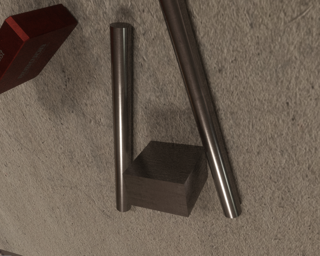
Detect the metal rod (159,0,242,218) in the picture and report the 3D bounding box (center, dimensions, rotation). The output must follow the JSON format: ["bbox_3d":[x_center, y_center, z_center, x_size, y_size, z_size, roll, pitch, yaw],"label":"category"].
[{"bbox_3d":[0.053,-0.015,0.368,0.025,0.025,0.298,-6,116,30],"label":"metal rod"}]

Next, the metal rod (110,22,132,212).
[{"bbox_3d":[-0.053,0.006,0.436,0.025,0.025,0.298,16,125,19],"label":"metal rod"}]

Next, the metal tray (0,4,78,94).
[{"bbox_3d":[-0.172,-0.096,0.393,0.130,0.090,0.030,-33,100,38],"label":"metal tray"}]

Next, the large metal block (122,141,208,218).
[{"bbox_3d":[0.011,0.062,0.403,0.080,0.080,0.050,5,121,25],"label":"large metal block"}]
